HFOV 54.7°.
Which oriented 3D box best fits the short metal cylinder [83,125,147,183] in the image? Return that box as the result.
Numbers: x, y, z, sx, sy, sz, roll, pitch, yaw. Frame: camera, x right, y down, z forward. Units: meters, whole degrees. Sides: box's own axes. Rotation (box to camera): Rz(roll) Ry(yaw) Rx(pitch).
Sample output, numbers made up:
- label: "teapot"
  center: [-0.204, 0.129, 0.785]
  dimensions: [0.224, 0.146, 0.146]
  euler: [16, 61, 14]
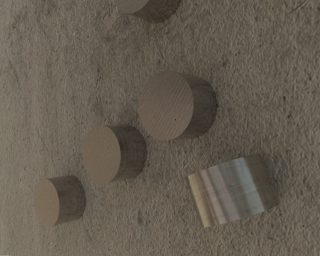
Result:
- label: "short metal cylinder"
  center: [-0.065, 0.036, 0.443]
  dimensions: [0.080, 0.050, 0.080]
  euler: [0, 90, 40]

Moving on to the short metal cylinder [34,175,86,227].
- label: "short metal cylinder"
  center: [-0.173, 0.124, 0.532]
  dimensions: [0.080, 0.050, 0.080]
  euler: [0, 90, 40]

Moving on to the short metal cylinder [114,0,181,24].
- label: "short metal cylinder"
  center: [-0.016, -0.182, 0.402]
  dimensions: [0.080, 0.050, 0.080]
  euler: [0, 90, 40]

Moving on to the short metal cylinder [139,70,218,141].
- label: "short metal cylinder"
  center: [0.021, -0.026, 0.372]
  dimensions: [0.080, 0.050, 0.080]
  euler: [0, 90, 40]

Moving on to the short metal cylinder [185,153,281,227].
- label: "short metal cylinder"
  center: [0.071, 0.062, 0.310]
  dimensions: [0.080, 0.081, 0.050]
  euler: [-28, 72, 36]
